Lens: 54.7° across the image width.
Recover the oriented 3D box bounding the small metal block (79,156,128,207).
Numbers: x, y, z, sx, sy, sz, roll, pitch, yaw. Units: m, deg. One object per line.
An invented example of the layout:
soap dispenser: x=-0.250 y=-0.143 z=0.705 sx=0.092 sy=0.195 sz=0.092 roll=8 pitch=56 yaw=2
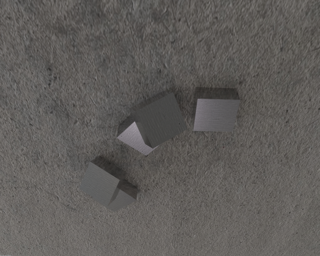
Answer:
small metal block: x=-0.083 y=0.077 z=0.451 sx=0.050 sy=0.025 sz=0.050 roll=30 pitch=113 yaw=10

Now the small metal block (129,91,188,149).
small metal block: x=-0.002 y=-0.011 z=0.374 sx=0.050 sy=0.025 sz=0.050 roll=-29 pitch=110 yaw=-17

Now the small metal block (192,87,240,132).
small metal block: x=0.068 y=-0.023 z=0.388 sx=0.050 sy=0.025 sz=0.050 roll=1 pitch=130 yaw=-2

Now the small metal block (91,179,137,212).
small metal block: x=-0.072 y=0.103 z=0.495 sx=0.050 sy=0.025 sz=0.050 roll=-33 pitch=123 yaw=25

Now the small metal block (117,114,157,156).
small metal block: x=-0.021 y=0.003 z=0.410 sx=0.050 sy=0.025 sz=0.050 roll=34 pitch=122 yaw=-26
